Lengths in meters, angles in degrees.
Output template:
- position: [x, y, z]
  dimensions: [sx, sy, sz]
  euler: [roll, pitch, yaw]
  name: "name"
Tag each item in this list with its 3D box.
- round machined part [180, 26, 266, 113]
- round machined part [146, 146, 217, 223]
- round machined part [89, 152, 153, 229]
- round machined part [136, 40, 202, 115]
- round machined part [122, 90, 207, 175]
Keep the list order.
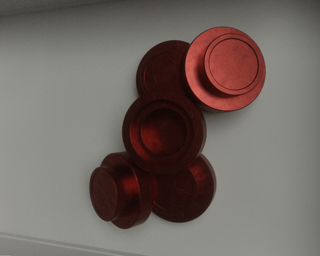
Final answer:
- position: [0.075, -0.067, 0.350]
  dimensions: [0.099, 0.042, 0.097]
  euler: [0, 87, -11]
  name: "round machined part"
- position: [0.019, 0.072, 0.392]
  dimensions: [0.098, 0.042, 0.097]
  euler: [0, 90, 19]
  name: "round machined part"
- position: [-0.056, 0.081, 0.396]
  dimensions: [0.098, 0.042, 0.097]
  euler: [6, 98, 49]
  name: "round machined part"
- position: [0.014, -0.063, 0.394]
  dimensions: [0.098, 0.042, 0.097]
  euler: [0, 90, 19]
  name: "round machined part"
- position: [0.008, 0.005, 0.373]
  dimensions: [0.098, 0.042, 0.097]
  euler: [0, 90, 19]
  name: "round machined part"
